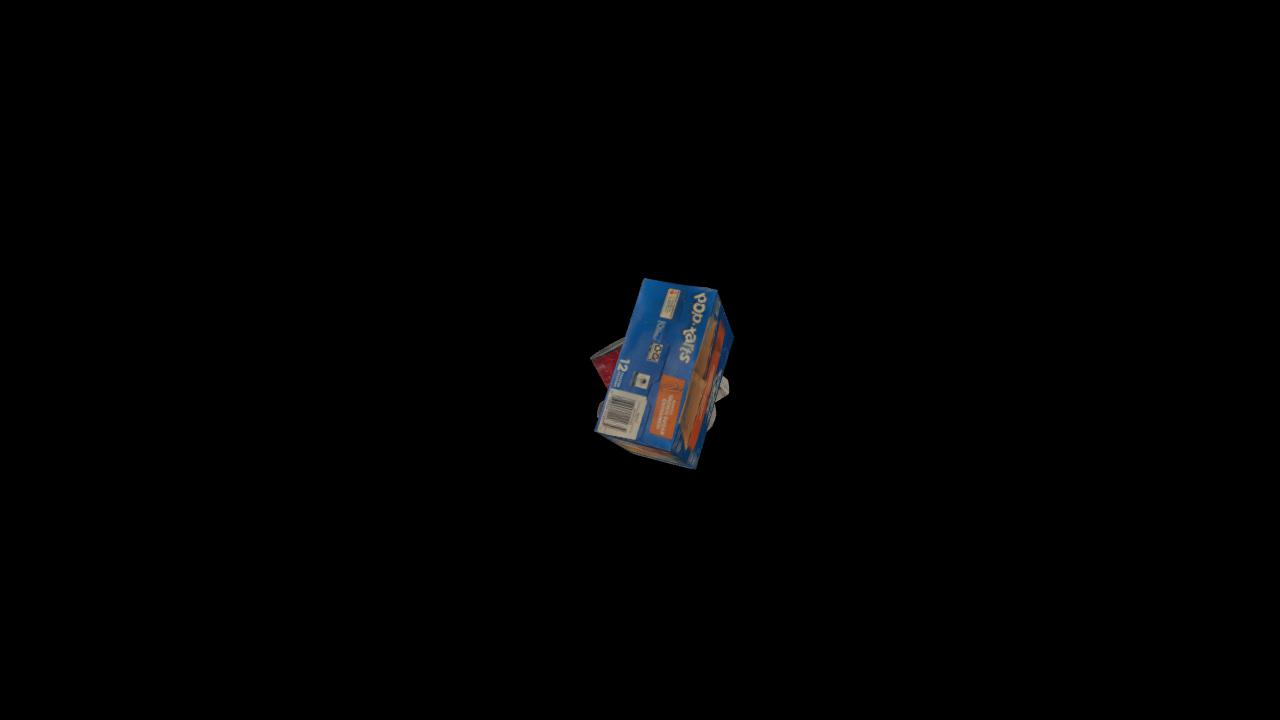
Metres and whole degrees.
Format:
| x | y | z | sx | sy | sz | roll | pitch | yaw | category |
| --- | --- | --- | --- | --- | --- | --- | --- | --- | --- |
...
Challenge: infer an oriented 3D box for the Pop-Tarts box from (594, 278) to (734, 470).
| x | y | z | sx | sy | sz | roll | pitch | yaw | category |
| --- | --- | --- | --- | --- | --- | --- | --- | --- | --- |
| 0.034 | 0.020 | 0.657 | 0.083 | 0.167 | 0.141 | 14 | -13 | 19 | Pop-Tarts box |

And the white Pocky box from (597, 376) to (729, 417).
| x | y | z | sx | sy | sz | roll | pitch | yaw | category |
| --- | --- | --- | --- | --- | --- | --- | --- | --- | --- |
| 0.027 | 0.048 | 0.766 | 0.084 | 0.028 | 0.154 | 39 | -57 | -24 | white Pocky box |

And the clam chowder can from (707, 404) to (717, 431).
| x | y | z | sx | sy | sz | roll | pitch | yaw | category |
| --- | --- | --- | --- | --- | --- | --- | --- | --- | --- |
| 0.049 | 0.045 | 0.734 | 0.068 | 0.068 | 0.102 | 0 | -31 | 22 | clam chowder can |

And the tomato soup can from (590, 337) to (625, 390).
| x | y | z | sx | sy | sz | roll | pitch | yaw | category |
| --- | --- | --- | --- | --- | --- | --- | --- | --- | --- |
| -0.002 | 0.026 | 0.670 | 0.068 | 0.101 | 0.068 | -27 | 7 | 4 | tomato soup can |
